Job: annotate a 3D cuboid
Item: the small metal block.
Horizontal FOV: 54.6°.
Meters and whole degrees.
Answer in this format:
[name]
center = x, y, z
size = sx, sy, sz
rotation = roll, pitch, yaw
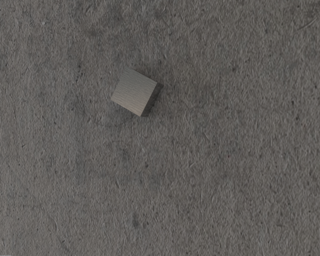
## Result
[small metal block]
center = -0.031, -0.049, 0.420
size = 0.050, 0.025, 0.050
rotation = 30, 100, 17
